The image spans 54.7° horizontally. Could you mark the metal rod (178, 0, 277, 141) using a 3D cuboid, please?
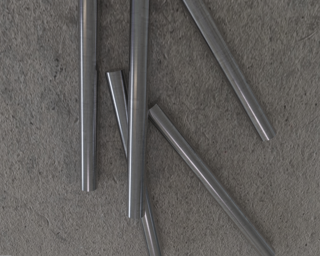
[{"bbox_3d":[0.063,-0.108,0.370,0.025,0.025,0.299,-31,107,11],"label":"metal rod"}]

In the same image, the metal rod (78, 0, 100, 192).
[{"bbox_3d":[-0.089,-0.056,0.388,0.025,0.025,0.298,4,110,-2],"label":"metal rod"}]

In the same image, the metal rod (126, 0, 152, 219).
[{"bbox_3d":[-0.027,-0.030,0.379,0.025,0.025,0.298,2,103,-1],"label":"metal rod"}]

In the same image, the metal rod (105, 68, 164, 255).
[{"bbox_3d":[-0.031,0.066,0.433,0.025,0.025,0.298,-9,110,3],"label":"metal rod"}]

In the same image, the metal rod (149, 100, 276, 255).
[{"bbox_3d":[0.078,0.084,0.441,0.025,0.025,0.300,-35,107,12],"label":"metal rod"}]
